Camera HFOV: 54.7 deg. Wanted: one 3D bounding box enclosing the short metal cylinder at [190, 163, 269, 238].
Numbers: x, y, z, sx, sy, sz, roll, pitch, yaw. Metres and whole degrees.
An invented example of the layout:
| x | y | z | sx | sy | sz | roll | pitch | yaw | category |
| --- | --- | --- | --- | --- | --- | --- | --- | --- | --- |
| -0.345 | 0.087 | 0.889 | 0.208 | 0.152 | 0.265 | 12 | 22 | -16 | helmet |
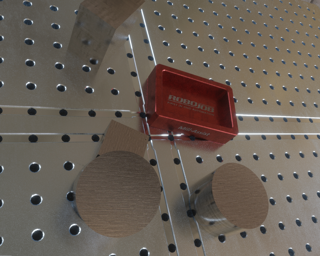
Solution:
| x | y | z | sx | sy | sz | roll | pitch | yaw | category |
| --- | --- | --- | --- | --- | --- | --- | --- | --- | --- |
| 0.085 | 0.089 | 0.383 | 0.081 | 0.050 | 0.080 | 14 | 56 | -21 | short metal cylinder |

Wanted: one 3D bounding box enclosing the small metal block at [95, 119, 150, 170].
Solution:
| x | y | z | sx | sy | sz | roll | pitch | yaw | category |
| --- | --- | --- | --- | --- | --- | --- | --- | --- | --- |
| -0.045 | 0.025 | 0.368 | 0.050 | 0.025 | 0.050 | 25 | 53 | -13 | small metal block |

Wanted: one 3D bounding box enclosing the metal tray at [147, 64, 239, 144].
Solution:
| x | y | z | sx | sy | sz | roll | pitch | yaw | category |
| --- | --- | --- | --- | --- | --- | --- | --- | --- | --- |
| 0.048 | -0.034 | 0.451 | 0.131 | 0.030 | 0.090 | 14 | 56 | -21 | metal tray |

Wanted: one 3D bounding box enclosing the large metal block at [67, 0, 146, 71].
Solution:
| x | y | z | sx | sy | sz | roll | pitch | yaw | category |
| --- | --- | --- | --- | --- | --- | --- | --- | --- | --- |
| -0.073 | -0.139 | 0.418 | 0.050 | 0.080 | 0.080 | 35 | 51 | -5 | large metal block |

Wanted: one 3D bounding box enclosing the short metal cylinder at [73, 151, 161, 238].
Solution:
| x | y | z | sx | sy | sz | roll | pitch | yaw | category |
| --- | --- | --- | --- | --- | --- | --- | --- | --- | --- |
| -0.045 | 0.065 | 0.312 | 0.081 | 0.050 | 0.080 | 4 | 79 | -18 | short metal cylinder |
